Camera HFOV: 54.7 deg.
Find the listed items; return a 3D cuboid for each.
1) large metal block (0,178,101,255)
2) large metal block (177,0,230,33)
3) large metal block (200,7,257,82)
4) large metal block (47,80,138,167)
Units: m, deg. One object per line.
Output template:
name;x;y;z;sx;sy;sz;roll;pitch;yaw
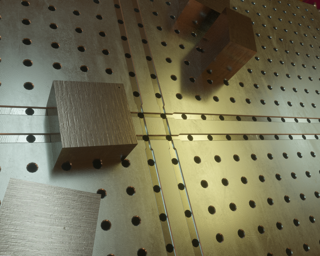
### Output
large metal block;-0.104;0.098;0.277;0.081;0.050;0.080;16;55;-20
large metal block;0.082;-0.228;0.578;0.081;0.050;0.080;20;54;-17
large metal block;0.111;-0.138;0.519;0.050;0.080;0.080;16;55;-20
large metal block;-0.080;-0.005;0.354;0.081;0.050;0.080;-2;63;-29
